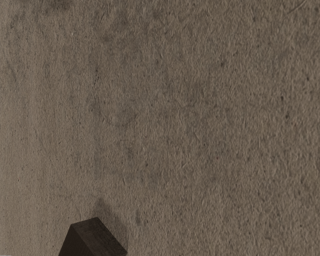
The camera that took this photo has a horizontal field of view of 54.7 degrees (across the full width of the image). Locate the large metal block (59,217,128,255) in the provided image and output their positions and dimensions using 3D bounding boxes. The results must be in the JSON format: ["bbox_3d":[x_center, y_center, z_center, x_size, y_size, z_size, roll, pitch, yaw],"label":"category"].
[{"bbox_3d":[-0.107,0.199,0.474,0.080,0.050,0.079,37,113,33],"label":"large metal block"}]
